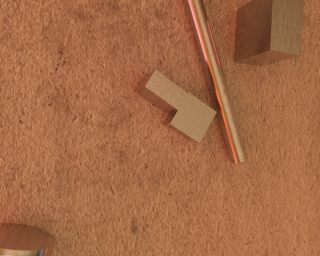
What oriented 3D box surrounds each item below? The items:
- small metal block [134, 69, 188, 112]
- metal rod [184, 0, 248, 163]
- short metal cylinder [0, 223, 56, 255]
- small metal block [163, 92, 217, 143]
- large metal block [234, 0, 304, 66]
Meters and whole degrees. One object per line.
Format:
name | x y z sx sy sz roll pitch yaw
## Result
small metal block | 0.000 -0.046 0.396 0.050 0.050 0.025 34 79 -17
metal rod | 0.071 -0.095 0.435 0.025 0.025 0.298 -20 97 -19
short metal cylinder | -0.156 0.137 0.322 0.081 0.080 0.050 15 85 -20
small metal block | 0.041 -0.014 0.425 0.050 0.025 0.050 33 79 -17
large metal block | 0.150 -0.136 0.435 0.050 0.080 0.080 3 89 -20
